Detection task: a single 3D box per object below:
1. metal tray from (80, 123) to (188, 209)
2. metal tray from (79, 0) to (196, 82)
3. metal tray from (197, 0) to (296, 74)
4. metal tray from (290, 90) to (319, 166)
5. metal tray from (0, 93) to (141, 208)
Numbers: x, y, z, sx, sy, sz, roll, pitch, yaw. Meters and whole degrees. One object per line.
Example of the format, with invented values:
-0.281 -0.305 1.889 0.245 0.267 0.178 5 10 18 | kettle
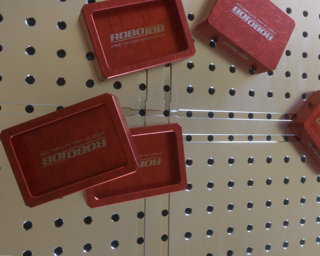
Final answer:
-0.033 0.044 0.398 0.131 0.030 0.089 -7 92 -20 | metal tray
-0.027 -0.121 0.400 0.131 0.030 0.089 -19 97 -19 | metal tray
0.131 -0.153 0.460 0.131 0.030 0.090 30 80 -18 | metal tray
0.287 0.011 0.518 0.090 0.030 0.130 -46 105 -14 | metal tray
-0.097 0.024 0.345 0.131 0.030 0.090 -20 92 3 | metal tray
